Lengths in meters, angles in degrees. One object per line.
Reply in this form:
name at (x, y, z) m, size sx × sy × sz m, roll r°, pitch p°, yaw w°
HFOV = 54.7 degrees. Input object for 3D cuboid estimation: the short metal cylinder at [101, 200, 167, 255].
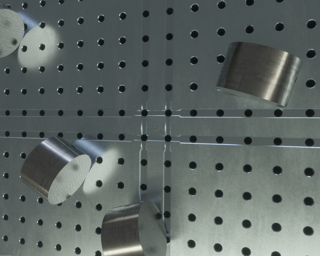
short metal cylinder at (-0.031, 0.137, 0.393) m, size 0.050 × 0.080 × 0.080 m, roll -17°, pitch 84°, yaw 19°

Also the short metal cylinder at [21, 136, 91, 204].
short metal cylinder at (-0.143, 0.059, 0.432) m, size 0.050 × 0.080 × 0.080 m, roll 31°, pitch 100°, yaw 17°

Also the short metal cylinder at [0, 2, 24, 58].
short metal cylinder at (-0.259, -0.154, 0.472) m, size 0.050 × 0.080 × 0.080 m, roll 35°, pitch 101°, yaw 16°

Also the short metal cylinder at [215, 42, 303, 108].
short metal cylinder at (0.109, -0.058, 0.345) m, size 0.080 × 0.080 × 0.050 m, roll 20°, pitch 97°, yaw 18°
